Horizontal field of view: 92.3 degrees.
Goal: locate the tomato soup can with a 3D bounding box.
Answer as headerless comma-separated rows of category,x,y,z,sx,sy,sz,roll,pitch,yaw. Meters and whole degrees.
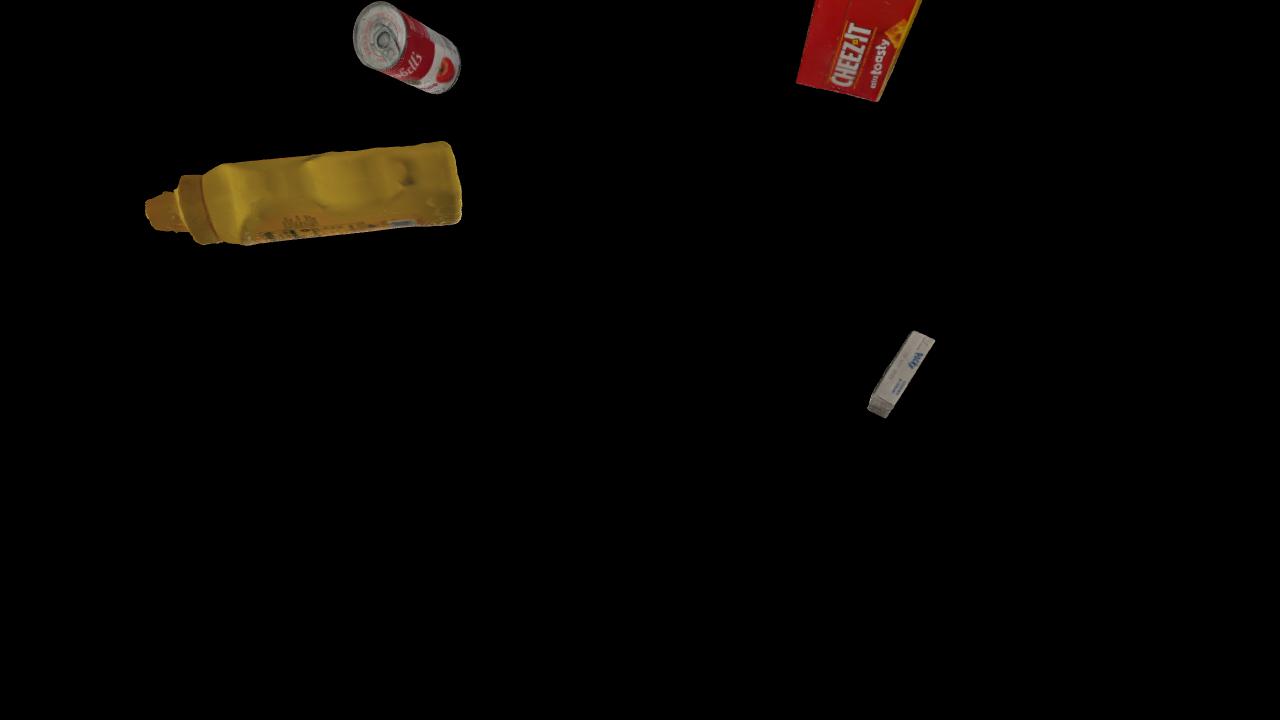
tomato soup can,-0.255,-0.342,0.683,0.068,0.068,0.101,0,8,17

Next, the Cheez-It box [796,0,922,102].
Cheez-It box,0.182,-0.320,0.422,0.071,0.223,0.166,20,-25,11

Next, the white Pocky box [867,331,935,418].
white Pocky box,0.294,0.021,0.704,0.028,0.084,0.154,31,1,21

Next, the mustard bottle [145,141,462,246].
mustard bottle,-0.214,-0.105,0.403,0.184,0.054,0.092,-12,12,-18
